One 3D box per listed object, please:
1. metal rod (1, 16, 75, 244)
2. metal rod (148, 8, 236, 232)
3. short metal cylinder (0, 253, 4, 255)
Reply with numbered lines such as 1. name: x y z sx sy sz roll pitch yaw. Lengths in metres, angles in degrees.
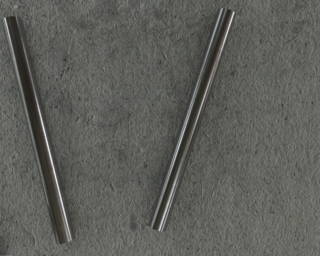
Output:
1. metal rod: -0.160 0.003 0.408 0.025 0.025 0.298 -14 90 0
2. metal rod: 0.042 -0.011 0.410 0.025 0.025 0.298 18 90 0
3. short metal cylinder: -0.239 0.180 0.381 0.050 0.080 0.080 40 90 0
